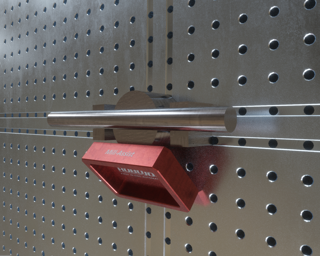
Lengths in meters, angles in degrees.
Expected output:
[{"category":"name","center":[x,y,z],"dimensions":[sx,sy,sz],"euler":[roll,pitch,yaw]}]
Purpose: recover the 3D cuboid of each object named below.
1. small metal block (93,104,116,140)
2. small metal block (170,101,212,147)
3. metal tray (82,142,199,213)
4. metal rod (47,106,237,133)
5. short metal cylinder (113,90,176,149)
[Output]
[{"category":"small metal block","center":[-0.070,-0.008,0.451],"dimensions":[0.025,0.050,0.050],"euler":[-1,90,40]},{"category":"small metal block","center":[0.037,-0.004,0.363],"dimensions":[0.025,0.050,0.050],"euler":[-1,90,40]},{"category":"metal tray","center":[-0.027,0.060,0.392],"dimensions":[0.130,0.090,0.030],"euler":[1,48,40]},{"category":"metal rod","center":[-0.049,-0.011,0.384],"dimensions":[0.300,0.025,0.025],"euler":[1,91,40]},{"category":"short metal cylinder","center":[-0.017,-0.007,0.407],"dimensions":[0.080,0.050,0.080],"euler":[0,90,40]}]
